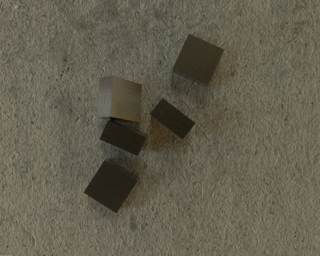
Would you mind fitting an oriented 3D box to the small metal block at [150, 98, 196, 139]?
[{"bbox_3d":[0.015,-0.011,0.397,0.050,0.050,0.025,38,90,0],"label":"small metal block"}]

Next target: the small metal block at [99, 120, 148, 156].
[{"bbox_3d":[-0.044,0.011,0.397,0.050,0.050,0.025,24,92,0],"label":"small metal block"}]

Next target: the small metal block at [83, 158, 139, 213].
[{"bbox_3d":[-0.063,0.075,0.409,0.050,0.025,0.050,33,90,0],"label":"small metal block"}]

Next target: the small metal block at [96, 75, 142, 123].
[{"bbox_3d":[-0.051,-0.035,0.392,0.025,0.050,0.050,-2,82,39],"label":"small metal block"}]

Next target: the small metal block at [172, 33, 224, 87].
[{"bbox_3d":[0.050,-0.089,0.410,0.050,0.025,0.050,25,90,0],"label":"small metal block"}]
